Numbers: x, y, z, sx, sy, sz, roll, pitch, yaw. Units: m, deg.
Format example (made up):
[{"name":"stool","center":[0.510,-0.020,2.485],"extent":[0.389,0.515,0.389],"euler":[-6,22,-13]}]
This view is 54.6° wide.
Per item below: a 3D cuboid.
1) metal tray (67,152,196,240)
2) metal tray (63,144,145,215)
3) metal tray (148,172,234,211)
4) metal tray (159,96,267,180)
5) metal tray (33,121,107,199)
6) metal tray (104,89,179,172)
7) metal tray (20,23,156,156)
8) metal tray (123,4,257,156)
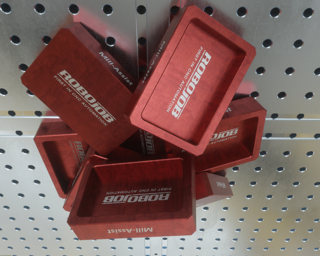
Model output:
[{"name":"metal tray","center":[-0.027,0.074,0.347],"extent":[0.130,0.090,0.030],"euler":[-6,130,11]},{"name":"metal tray","center":[-0.073,0.081,0.436],"extent":[0.090,0.030,0.129],"euler":[21,127,-17]},{"name":"metal tray","center":[0.046,0.096,0.446],"extent":[0.090,0.030,0.130],"euler":[-23,160,19]},{"name":"metal tray","center":[0.066,0.017,0.399],"extent":[0.131,0.030,0.090],"euler":[-15,131,-10]},{"name":"metal tray","center":[-0.115,0.049,0.449],"extent":[0.090,0.030,0.129],"euler":[-4,129,2]},{"name":"metal tray","center":[-0.019,0.009,0.415],"extent":[0.090,0.030,0.129],"euler":[-5,128,1]},{"name":"metal tray","center":[-0.079,-0.039,0.352],"extent":[0.090,0.030,0.130],"euler":[-38,106,27]},{"name":"metal tray","center":[0.031,-0.047,0.325],"extent":[0.090,0.030,0.130],"euler":[27,92,-21]}]
